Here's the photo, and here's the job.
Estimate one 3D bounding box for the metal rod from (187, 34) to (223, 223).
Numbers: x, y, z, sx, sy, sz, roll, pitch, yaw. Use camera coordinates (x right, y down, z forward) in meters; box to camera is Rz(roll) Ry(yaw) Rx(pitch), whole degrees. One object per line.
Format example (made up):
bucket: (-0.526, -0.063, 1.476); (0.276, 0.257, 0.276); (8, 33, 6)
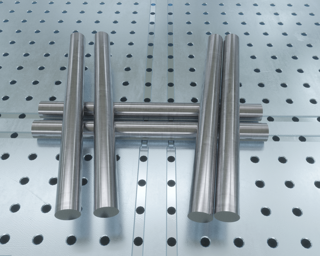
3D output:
metal rod: (0.064, -0.026, 0.398); (0.025, 0.025, 0.300); (7, 50, 6)

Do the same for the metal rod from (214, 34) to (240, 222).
metal rod: (0.090, -0.026, 0.399); (0.025, 0.025, 0.300); (7, 50, 6)

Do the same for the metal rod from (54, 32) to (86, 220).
metal rod: (-0.111, -0.028, 0.399); (0.025, 0.025, 0.300); (-6, 50, -5)

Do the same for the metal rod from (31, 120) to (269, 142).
metal rod: (-0.013, 0.004, 0.406); (0.302, 0.025, 0.025); (1, 50, 0)

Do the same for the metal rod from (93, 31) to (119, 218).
metal rod: (-0.073, -0.030, 0.401); (0.025, 0.025, 0.300); (-6, 50, -5)

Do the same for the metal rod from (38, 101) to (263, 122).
metal rod: (-0.013, -0.023, 0.428); (0.302, 0.025, 0.025); (1, 50, 0)
